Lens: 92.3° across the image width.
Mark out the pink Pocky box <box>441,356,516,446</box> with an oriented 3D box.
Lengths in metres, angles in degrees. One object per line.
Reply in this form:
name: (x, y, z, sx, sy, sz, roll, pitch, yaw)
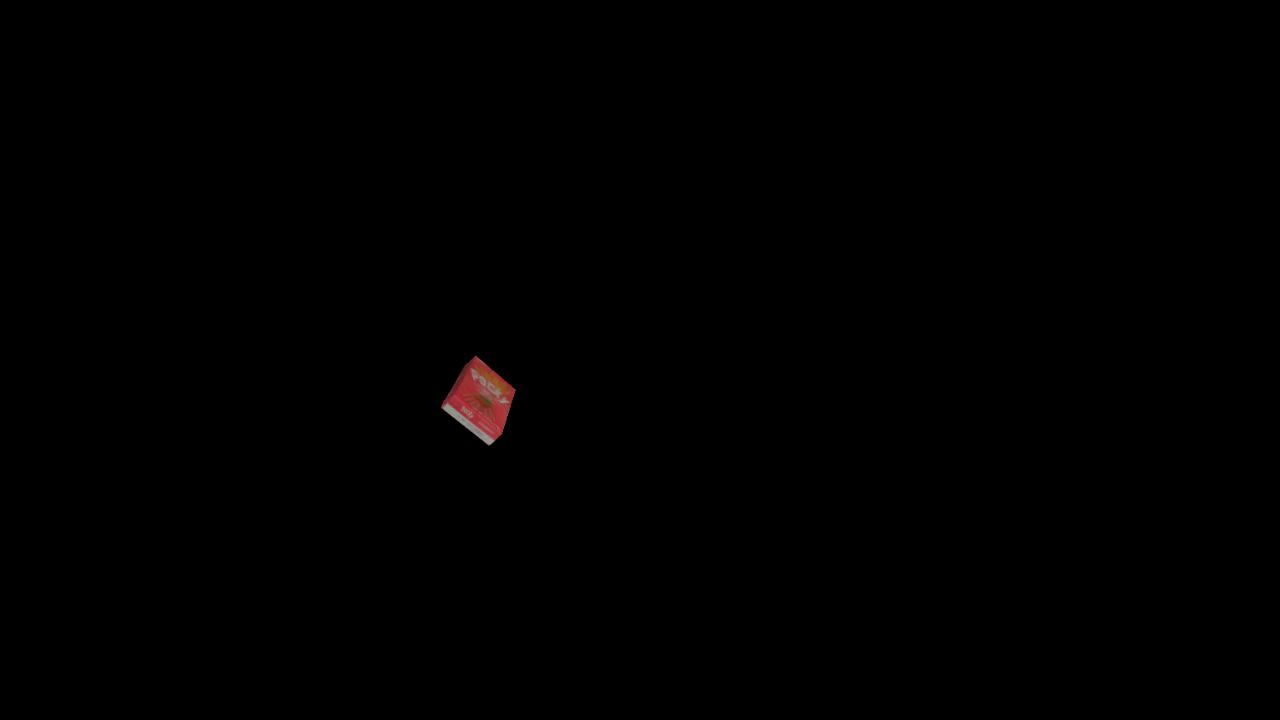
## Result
pink Pocky box: (-0.225, 0.054, 0.877, 0.084, 0.029, 0.155, 44, 12, -17)
